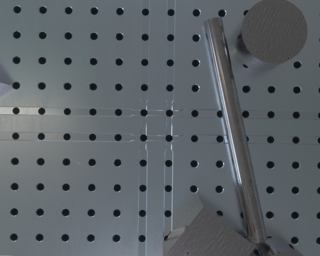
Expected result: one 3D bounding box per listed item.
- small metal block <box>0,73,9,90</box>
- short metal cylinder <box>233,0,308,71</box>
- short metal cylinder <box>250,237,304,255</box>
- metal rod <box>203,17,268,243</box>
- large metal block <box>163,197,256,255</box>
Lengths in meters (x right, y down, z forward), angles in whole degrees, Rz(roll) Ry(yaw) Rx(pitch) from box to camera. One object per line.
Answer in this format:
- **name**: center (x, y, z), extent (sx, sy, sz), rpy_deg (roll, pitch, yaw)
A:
- **small metal block**: center (-0.242, -0.065, 0.411), extent (0.050, 0.025, 0.050), rpy_deg (-35, 90, 0)
- **short metal cylinder**: center (0.140, -0.119, 0.402), extent (0.081, 0.050, 0.079), rpy_deg (0, 90, 0)
- **short metal cylinder**: center (0.155, 0.191, 0.402), extent (0.081, 0.050, 0.079), rpy_deg (0, 90, 0)
- **metal rod**: center (0.101, 0.003, 0.414), extent (0.025, 0.025, 0.298), rpy_deg (-12, 90, 0)
- **large metal block**: center (0.060, 0.151, 0.402), extent (0.080, 0.050, 0.080), rpy_deg (38, 90, 0)
